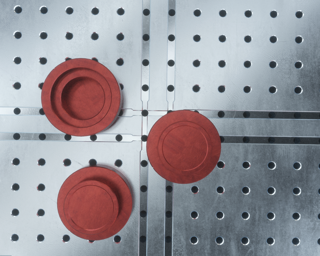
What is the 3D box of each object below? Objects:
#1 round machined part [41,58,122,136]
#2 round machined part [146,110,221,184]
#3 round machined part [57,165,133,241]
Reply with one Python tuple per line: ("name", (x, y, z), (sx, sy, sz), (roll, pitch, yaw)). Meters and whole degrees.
("round machined part", (-0.098, -0.038, 0.404), (0.099, 0.042, 0.097), (0, 90, 0))
("round machined part", (0.031, 0.025, 0.405), (0.099, 0.042, 0.097), (0, 90, 0))
("round machined part", (-0.086, 0.099, 0.404), (0.099, 0.042, 0.097), (0, 90, 0))
